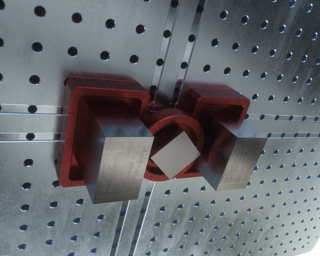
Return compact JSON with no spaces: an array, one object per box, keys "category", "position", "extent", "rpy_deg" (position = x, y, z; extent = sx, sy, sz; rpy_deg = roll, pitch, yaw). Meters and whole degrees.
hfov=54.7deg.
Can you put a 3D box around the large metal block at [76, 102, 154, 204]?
[{"category":"large metal block","position":[-0.054,0.025,0.344],"extent":[0.050,0.080,0.079],"rpy_deg":[1,118,-29]}]

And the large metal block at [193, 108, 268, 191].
[{"category":"large metal block","position":[0.087,0.028,0.422],"extent":[0.050,0.080,0.079],"rpy_deg":[1,118,-29]}]

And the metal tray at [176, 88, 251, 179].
[{"category":"metal tray","position":[0.068,0.010,0.450],"extent":[0.091,0.030,0.129],"rpy_deg":[0,118,-28]}]

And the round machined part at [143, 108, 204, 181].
[{"category":"round machined part","position":[0.005,0.018,0.402],"extent":[0.099,0.042,0.097],"rpy_deg":[-14,124,-21]}]

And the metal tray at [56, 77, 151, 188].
[{"category":"metal tray","position":[-0.071,0.008,0.373],"extent":[0.091,0.030,0.129],"rpy_deg":[1,118,-29]}]

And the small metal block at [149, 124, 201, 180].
[{"category":"small metal block","position":[0.015,0.028,0.384],"extent":[0.050,0.025,0.050],"rpy_deg":[-39,129,-2]}]
